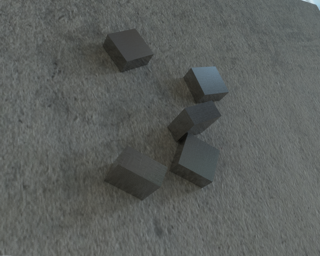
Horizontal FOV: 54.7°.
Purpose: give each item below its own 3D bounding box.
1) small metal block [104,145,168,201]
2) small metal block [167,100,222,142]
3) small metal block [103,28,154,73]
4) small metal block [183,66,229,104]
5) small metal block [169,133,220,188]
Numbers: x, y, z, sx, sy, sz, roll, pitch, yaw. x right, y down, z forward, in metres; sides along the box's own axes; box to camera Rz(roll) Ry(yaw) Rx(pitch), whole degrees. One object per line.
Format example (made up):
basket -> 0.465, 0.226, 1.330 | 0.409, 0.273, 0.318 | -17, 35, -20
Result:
small metal block -> -0.027, 0.051, 0.343 | 0.050, 0.050, 0.025 | 30, 52, -10
small metal block -> 0.046, -0.009, 0.420 | 0.050, 0.050, 0.025 | -18, 71, -35
small metal block -> -0.046, -0.113, 0.449 | 0.050, 0.025, 0.050 | -26, 76, -37
small metal block -> 0.072, -0.068, 0.487 | 0.050, 0.025, 0.050 | -10, 67, -33
small metal block -> 0.046, 0.042, 0.405 | 0.050, 0.025, 0.050 | 29, 52, -10
